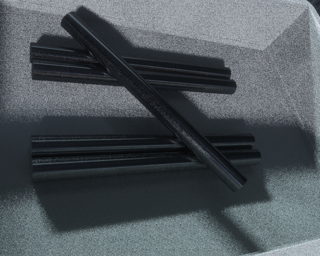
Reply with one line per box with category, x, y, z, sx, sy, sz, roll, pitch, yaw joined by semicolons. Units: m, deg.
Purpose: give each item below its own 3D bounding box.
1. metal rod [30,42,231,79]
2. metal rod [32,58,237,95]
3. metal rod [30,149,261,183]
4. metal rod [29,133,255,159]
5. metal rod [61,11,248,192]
metal rod;-0.023;-0.090;0.446;0.303;0.025;0.025;0;62;-28
metal rod;-0.017;-0.068;0.436;0.303;0.025;0.025;0;62;-28
metal rod;0.005;0.042;0.380;0.303;0.025;0.025;0;62;-28
metal rod;0.000;0.020;0.391;0.303;0.025;0.025;0;62;-28
metal rod;-0.009;-0.034;0.388;0.300;0.025;0.025;44;51;2
